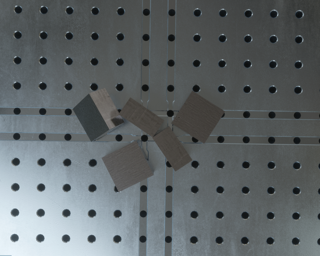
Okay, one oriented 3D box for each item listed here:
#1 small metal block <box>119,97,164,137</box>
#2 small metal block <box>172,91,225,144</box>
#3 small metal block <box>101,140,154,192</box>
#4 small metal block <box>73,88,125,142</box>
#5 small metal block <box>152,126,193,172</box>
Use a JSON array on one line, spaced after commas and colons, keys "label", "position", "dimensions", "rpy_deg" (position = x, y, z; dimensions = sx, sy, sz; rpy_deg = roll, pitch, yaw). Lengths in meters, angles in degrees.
[{"label": "small metal block", "position": [-0.022, -0.013, 0.401], "dimensions": [0.050, 0.050, 0.025], "rpy_deg": [34, 90, 0]}, {"label": "small metal block", "position": [0.050, -0.014, 0.414], "dimensions": [0.050, 0.025, 0.050], "rpy_deg": [33, 90, 0]}, {"label": "small metal block", "position": [-0.042, 0.050, 0.413], "dimensions": [0.050, 0.025, 0.050], "rpy_deg": [-27, 90, 0]}, {"label": "small metal block", "position": [-0.080, -0.016, 0.399], "dimensions": [0.025, 0.050, 0.050], "rpy_deg": [-30, 90, -43]}, {"label": "small metal block", "position": [0.015, 0.025, 0.401], "dimensions": [0.025, 0.050, 0.050], "rpy_deg": [-34, 90, 0]}]
